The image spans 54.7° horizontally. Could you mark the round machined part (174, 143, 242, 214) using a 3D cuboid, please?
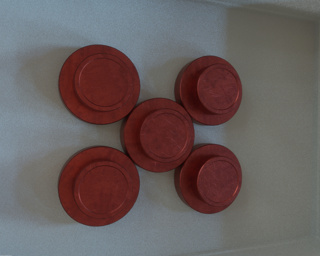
[{"bbox_3d":[0.073,0.071,0.429,0.099,0.042,0.097,0,90,-21],"label":"round machined part"}]

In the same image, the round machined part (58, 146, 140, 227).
[{"bbox_3d":[-0.071,0.071,0.375,0.099,0.042,0.097,0,90,-21],"label":"round machined part"}]

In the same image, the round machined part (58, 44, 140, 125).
[{"bbox_3d":[-0.071,-0.053,0.374,0.099,0.042,0.097,0,90,-21],"label":"round machined part"}]

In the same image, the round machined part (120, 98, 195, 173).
[{"bbox_3d":[0.001,0.009,0.401,0.099,0.042,0.097,0,90,-21],"label":"round machined part"}]

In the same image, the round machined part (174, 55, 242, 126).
[{"bbox_3d":[0.073,-0.052,0.428,0.099,0.042,0.097,0,90,-21],"label":"round machined part"}]
